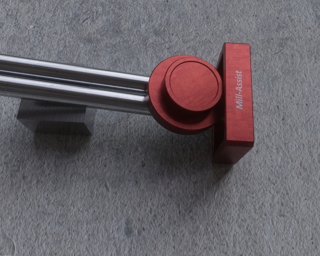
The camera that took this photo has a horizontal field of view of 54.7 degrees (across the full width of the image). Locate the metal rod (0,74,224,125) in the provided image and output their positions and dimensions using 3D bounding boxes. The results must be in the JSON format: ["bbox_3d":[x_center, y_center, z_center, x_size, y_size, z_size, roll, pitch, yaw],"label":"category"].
[{"bbox_3d":[-0.066,-0.034,0.373,0.302,0.025,0.025,7,70,-11],"label":"metal rod"}]

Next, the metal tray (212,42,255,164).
[{"bbox_3d":[0.087,-0.028,0.385,0.030,0.090,0.130,3,70,1],"label":"metal tray"}]

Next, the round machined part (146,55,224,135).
[{"bbox_3d":[0.035,-0.044,0.365,0.099,0.042,0.098,3,72,-11],"label":"round machined part"}]

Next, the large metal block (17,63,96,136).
[{"bbox_3d":[-0.128,-0.038,0.404,0.081,0.050,0.080,3,70,1],"label":"large metal block"}]

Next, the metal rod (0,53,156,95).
[{"bbox_3d":[-0.064,-0.060,0.382,0.302,0.025,0.025,7,70,-12],"label":"metal rod"}]
